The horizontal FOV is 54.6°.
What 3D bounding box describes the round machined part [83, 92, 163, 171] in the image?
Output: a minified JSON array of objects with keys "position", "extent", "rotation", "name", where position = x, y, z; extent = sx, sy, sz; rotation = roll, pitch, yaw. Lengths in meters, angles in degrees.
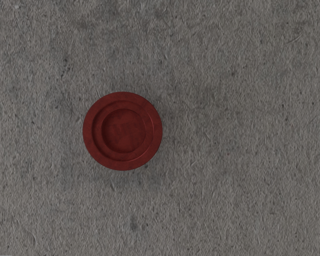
[{"position":[-0.046,0.004,0.401],"extent":[0.099,0.042,0.097],"rotation":[0,90,0],"name":"round machined part"}]
